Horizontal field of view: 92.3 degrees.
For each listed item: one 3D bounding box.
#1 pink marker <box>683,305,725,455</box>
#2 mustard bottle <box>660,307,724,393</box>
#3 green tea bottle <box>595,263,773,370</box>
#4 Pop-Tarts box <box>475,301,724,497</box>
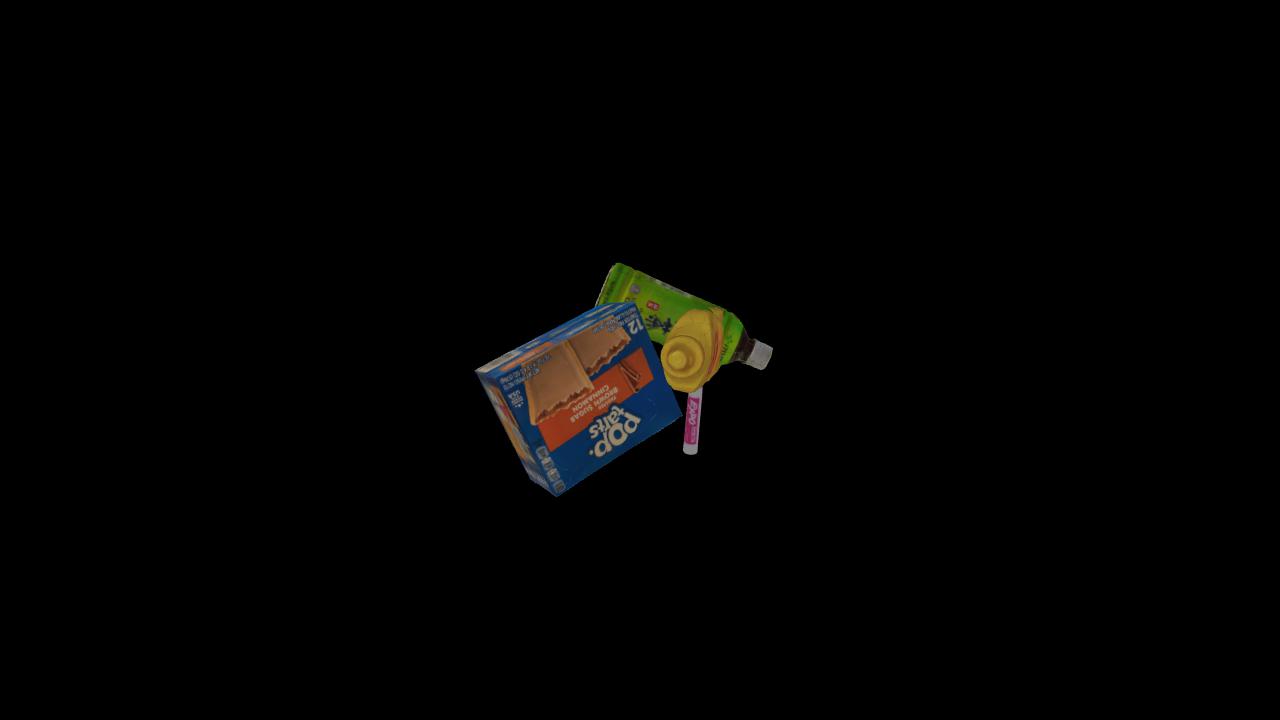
[{"bbox_3d":[0.067,0.061,0.766,0.020,0.121,0.020,3,21,-1],"label":"pink marker"},{"bbox_3d":[0.058,-0.011,0.659,0.054,0.092,0.184,20,11,12],"label":"mustard bottle"},{"bbox_3d":[0.054,-0.044,0.721,0.212,0.073,0.073,22,0,-1],"label":"green tea bottle"},{"bbox_3d":[-0.062,0.036,0.656,0.167,0.141,0.083,-30,18,-22],"label":"Pop-Tarts box"}]
